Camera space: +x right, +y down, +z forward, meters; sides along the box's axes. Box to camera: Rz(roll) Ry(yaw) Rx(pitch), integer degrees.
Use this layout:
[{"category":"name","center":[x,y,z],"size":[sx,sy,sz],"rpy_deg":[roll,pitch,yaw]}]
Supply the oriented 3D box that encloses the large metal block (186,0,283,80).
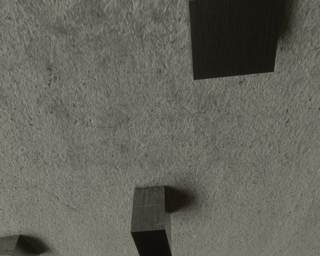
[{"category":"large metal block","center":[0.069,-0.099,0.307],"size":[0.080,0.050,0.080],"rpy_deg":[-5,130,4]}]

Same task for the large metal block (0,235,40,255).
[{"category":"large metal block","center":[-0.299,0.258,0.607],"size":[0.080,0.050,0.080],"rpy_deg":[-11,130,8]}]

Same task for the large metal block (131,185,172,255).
[{"category":"large metal block","center":[-0.012,0.152,0.500],"size":[0.050,0.080,0.080],"rpy_deg":[-6,130,5]}]
